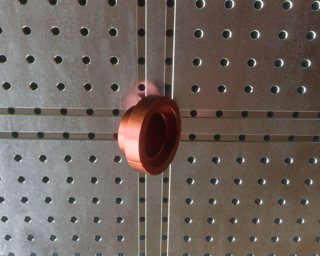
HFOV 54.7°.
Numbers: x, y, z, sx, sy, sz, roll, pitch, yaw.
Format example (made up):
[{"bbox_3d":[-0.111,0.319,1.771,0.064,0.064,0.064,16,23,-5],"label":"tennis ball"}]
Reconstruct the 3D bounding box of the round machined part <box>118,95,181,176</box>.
[{"bbox_3d":[-0.015,0.007,0.386,0.042,0.099,0.097,10,114,30],"label":"round machined part"}]
